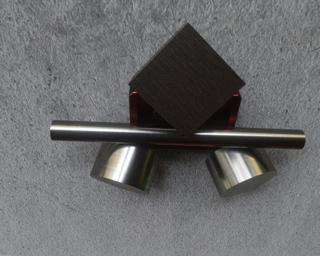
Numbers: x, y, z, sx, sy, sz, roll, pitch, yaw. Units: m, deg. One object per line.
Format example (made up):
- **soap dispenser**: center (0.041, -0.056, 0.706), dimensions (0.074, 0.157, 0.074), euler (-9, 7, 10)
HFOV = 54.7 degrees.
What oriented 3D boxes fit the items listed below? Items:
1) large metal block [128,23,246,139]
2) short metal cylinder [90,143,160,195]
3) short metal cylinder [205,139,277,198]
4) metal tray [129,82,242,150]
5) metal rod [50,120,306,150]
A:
- **large metal block**: center (0.026, -0.050, 0.322), dimensions (0.080, 0.050, 0.080), euler (43, 102, -12)
- **short metal cylinder**: center (-0.046, 0.052, 0.412), dimensions (0.080, 0.050, 0.080), euler (16, 162, 6)
- **short metal cylinder**: center (0.108, 0.054, 0.418), dimensions (0.081, 0.050, 0.080), euler (-17, 154, -8)
- **metal tray**: center (0.028, -0.015, 0.394), dimensions (0.131, 0.030, 0.089), euler (1, 130, -2)
- **metal rod**: center (0.023, 0.009, 0.377), dimensions (0.302, 0.025, 0.025), euler (2, 130, -2)
